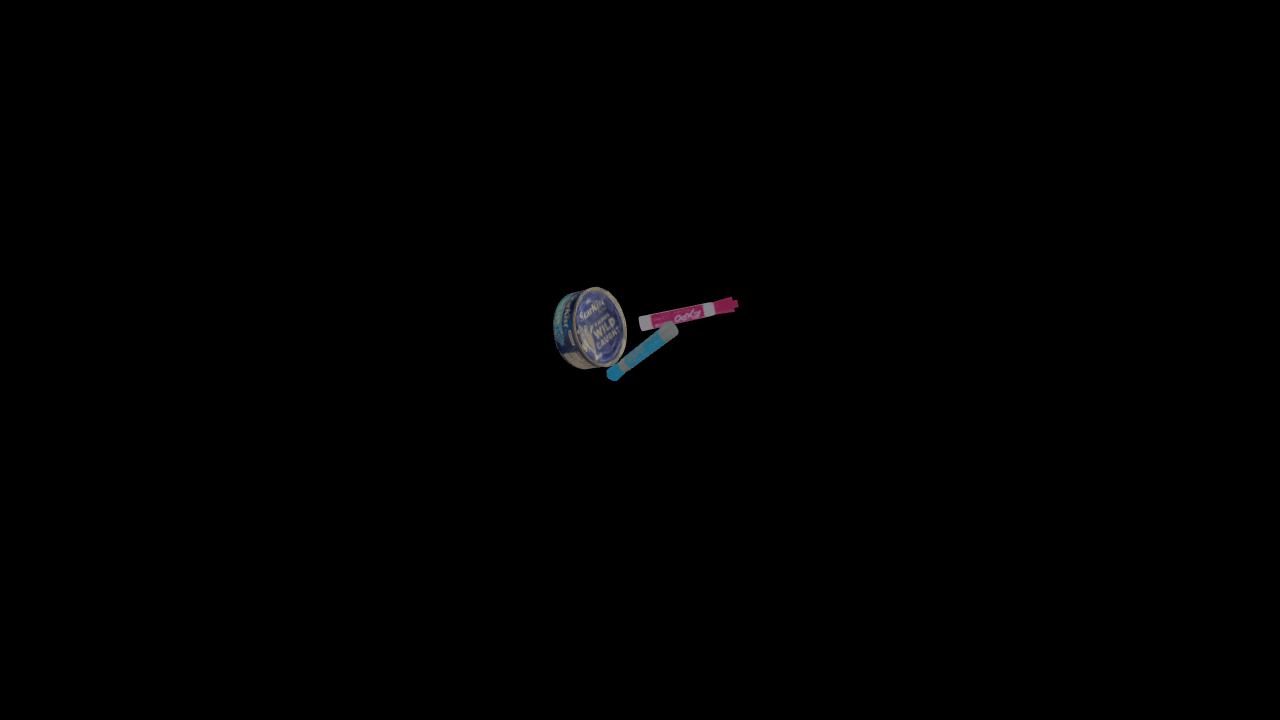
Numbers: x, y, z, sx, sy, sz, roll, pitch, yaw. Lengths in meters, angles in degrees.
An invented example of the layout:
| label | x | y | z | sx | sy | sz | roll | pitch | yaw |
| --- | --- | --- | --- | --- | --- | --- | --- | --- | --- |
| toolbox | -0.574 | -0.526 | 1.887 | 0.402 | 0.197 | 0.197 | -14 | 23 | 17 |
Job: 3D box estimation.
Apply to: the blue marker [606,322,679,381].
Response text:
| label | x | y | z | sx | sy | sz | roll | pitch | yaw |
| --- | --- | --- | --- | --- | --- | --- | --- | --- | --- |
| blue marker | -0.001 | -0.007 | 0.733 | 0.020 | 0.020 | 0.121 | 0 | -28 | -45 |

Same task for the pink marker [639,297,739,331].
| label | x | y | z | sx | sy | sz | roll | pitch | yaw |
| --- | --- | --- | --- | --- | --- | --- | --- | --- | --- |
| pink marker | 0.059 | -0.056 | 0.745 | 0.121 | 0.020 | 0.020 | -12 | -2 | 8 |

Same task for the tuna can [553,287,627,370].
| label | x | y | z | sx | sy | sz | roll | pitch | yaw |
| --- | --- | --- | --- | --- | --- | --- | --- | --- | --- |
| tuna can | -0.052 | -0.033 | 0.644 | 0.034 | 0.084 | 0.084 | -8 | -5 | 36 |
